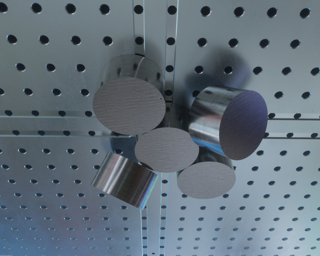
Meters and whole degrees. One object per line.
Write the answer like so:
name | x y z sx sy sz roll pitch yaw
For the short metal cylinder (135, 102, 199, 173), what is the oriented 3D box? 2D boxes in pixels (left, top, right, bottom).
short metal cylinder | 0.009 0.013 0.406 0.081 0.050 0.079 0 130 0

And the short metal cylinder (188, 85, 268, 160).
short metal cylinder | 0.080 -0.008 0.363 0.081 0.050 0.079 -11 109 -34

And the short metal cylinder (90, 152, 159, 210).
short metal cylinder | -0.048 0.074 0.430 0.080 0.050 0.080 24 166 7

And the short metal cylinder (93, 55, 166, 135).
short metal cylinder | -0.034 -0.038 0.362 0.081 0.050 0.079 0 130 0

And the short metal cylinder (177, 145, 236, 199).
short metal cylinder | 0.064 0.057 0.445 0.081 0.050 0.079 0 130 0
